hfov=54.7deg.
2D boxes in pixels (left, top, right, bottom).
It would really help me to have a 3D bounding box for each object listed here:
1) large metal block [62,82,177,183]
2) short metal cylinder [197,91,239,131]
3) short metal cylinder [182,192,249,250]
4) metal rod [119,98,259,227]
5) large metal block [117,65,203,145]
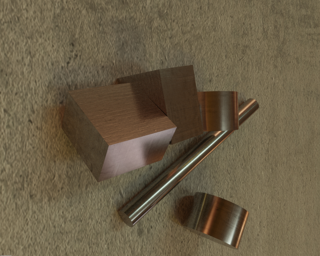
[{"bbox_3d":[-0.044,0.000,0.323,0.081,0.080,0.050,-15,141,-39],"label":"large metal block"},{"bbox_3d":[0.067,-0.022,0.424,0.081,0.080,0.050,-3,92,-40],"label":"short metal cylinder"},{"bbox_3d":[0.078,0.130,0.434,0.080,0.080,0.050,37,67,-34],"label":"short metal cylinder"},{"bbox_3d":[0.060,0.034,0.454,0.302,0.025,0.025,-37,113,-34],"label":"metal rod"},{"bbox_3d":[-0.001,-0.027,0.368,0.050,0.080,0.079,-17,101,-39],"label":"large metal block"}]
